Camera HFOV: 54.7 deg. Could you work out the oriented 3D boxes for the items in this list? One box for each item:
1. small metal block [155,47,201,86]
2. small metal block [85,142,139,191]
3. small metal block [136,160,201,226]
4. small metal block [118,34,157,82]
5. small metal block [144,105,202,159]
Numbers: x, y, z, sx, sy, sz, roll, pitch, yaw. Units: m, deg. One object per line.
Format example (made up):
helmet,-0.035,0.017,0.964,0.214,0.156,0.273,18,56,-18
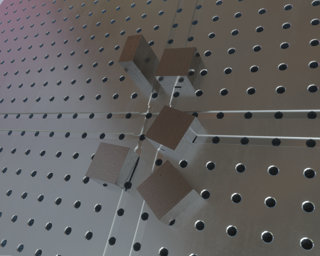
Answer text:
small metal block,0.027,-0.088,0.447,0.050,0.025,0.050,5,64,30
small metal block,-0.063,0.050,0.409,0.050,0.025,0.050,9,66,31
small metal block,0.009,0.074,0.357,0.050,0.025,0.050,-42,51,-1
small metal block,-0.033,-0.105,0.473,0.025,0.050,0.050,2,63,29
small metal block,0.017,0.004,0.396,0.050,0.025,0.050,23,74,36
